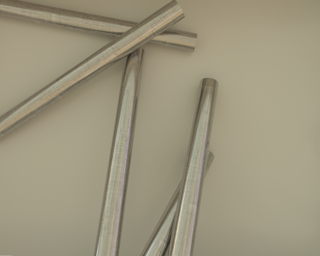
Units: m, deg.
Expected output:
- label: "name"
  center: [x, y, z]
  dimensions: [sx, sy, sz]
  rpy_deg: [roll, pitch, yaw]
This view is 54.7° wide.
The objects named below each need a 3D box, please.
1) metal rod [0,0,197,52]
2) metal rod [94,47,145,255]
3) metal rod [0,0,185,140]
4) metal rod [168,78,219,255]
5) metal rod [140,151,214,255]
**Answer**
- label: "metal rod"
  center: [-0.102, -0.140, 0.409]
  dimensions: [0.302, 0.025, 0.025]
  rpy_deg: [10, 90, -1]
- label: "metal rod"
  center: [-0.046, 0.035, 0.355]
  dimensions: [0.025, 0.025, 0.299]
  rpy_deg: [6, 67, 0]
- label: "metal rod"
  center: [-0.103, -0.067, 0.394]
  dimensions: [0.301, 0.025, 0.025]
  rpy_deg: [-32, 91, 5]
- label: "metal rod"
  center: [0.035, 0.071, 0.347]
  dimensions: [0.025, 0.025, 0.300]
  rpy_deg: [14, 63, 0]
- label: "metal rod"
  center: [-0.008, 0.136, 0.326]
  dimensions: [0.025, 0.025, 0.301]
  rpy_deg: [35, 54, 0]
